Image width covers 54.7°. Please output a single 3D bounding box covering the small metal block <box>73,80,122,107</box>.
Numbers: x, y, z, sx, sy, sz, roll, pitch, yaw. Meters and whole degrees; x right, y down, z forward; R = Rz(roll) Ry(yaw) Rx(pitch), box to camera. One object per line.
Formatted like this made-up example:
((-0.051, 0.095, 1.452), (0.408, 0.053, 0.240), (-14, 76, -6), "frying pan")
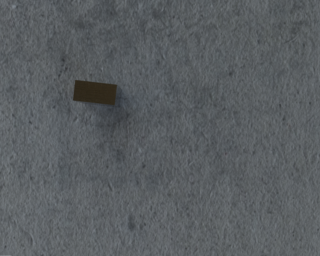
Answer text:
((-0.078, -0.043, 0.396), (0.050, 0.050, 0.025), (6, 90, -1), "small metal block")
